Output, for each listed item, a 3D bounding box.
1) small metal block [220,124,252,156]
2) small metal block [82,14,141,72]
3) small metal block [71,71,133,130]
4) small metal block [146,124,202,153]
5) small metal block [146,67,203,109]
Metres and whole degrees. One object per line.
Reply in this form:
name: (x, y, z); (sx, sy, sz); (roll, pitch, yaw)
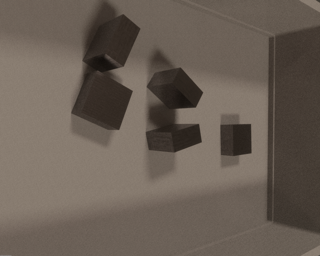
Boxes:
small metal block: (0.127, 0.019, 0.516); (0.050, 0.025, 0.050); (-3, 92, -40)
small metal block: (-0.055, -0.093, 0.346); (0.025, 0.050, 0.050); (33, 70, -36)
small metal block: (-0.065, -0.030, 0.354); (0.050, 0.025, 0.050); (28, 73, -37)
small metal block: (0.018, 0.012, 0.408); (0.050, 0.050, 0.025); (-16, 101, -39)
small metal block: (0.020, -0.051, 0.409); (0.050, 0.050, 0.025); (42, 65, -33)
